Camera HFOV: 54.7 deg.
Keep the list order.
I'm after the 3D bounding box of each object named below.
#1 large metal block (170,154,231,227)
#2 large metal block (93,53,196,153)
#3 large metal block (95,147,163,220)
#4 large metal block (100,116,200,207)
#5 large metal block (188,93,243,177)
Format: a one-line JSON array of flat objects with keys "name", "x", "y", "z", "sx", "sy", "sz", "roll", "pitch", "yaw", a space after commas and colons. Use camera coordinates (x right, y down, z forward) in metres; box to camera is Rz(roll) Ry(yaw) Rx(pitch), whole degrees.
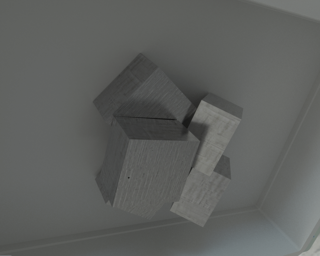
[{"name": "large metal block", "x": 0.060, "y": 0.079, "z": 0.446, "sx": 0.050, "sy": 0.080, "sz": 0.079, "roll": 26, "pitch": 108, "yaw": 3}, {"name": "large metal block", "x": -0.017, "y": -0.026, "z": 0.367, "sx": 0.080, "sy": 0.050, "sz": 0.080, "roll": -45, "pitch": 130, "yaw": 3}, {"name": "large metal block", "x": -0.025, "y": 0.067, "z": 0.416, "sx": 0.080, "sy": 0.050, "sz": 0.080, "roll": 34, "pitch": 99, "yaw": -39}, {"name": "large metal block", "x": -0.013, "y": 0.036, "z": 0.340, "sx": 0.081, "sy": 0.050, "sz": 0.079, "roll": 3, "pitch": 116, "yaw": -29}, {"name": "large metal block", "x": 0.065, "y": 0.005, "z": 0.403, "sx": 0.079, "sy": 0.050, "sz": 0.080, "roll": -65, "pitch": 171, "yaw": 18}]
